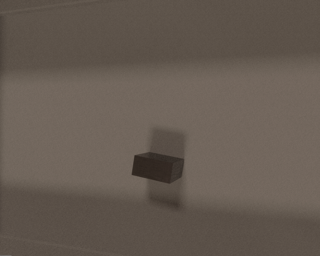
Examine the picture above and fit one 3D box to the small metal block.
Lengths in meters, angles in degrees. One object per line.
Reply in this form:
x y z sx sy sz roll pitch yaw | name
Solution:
-0.001 0.050 0.397 0.050 0.050 0.025 10 94 19 | small metal block
